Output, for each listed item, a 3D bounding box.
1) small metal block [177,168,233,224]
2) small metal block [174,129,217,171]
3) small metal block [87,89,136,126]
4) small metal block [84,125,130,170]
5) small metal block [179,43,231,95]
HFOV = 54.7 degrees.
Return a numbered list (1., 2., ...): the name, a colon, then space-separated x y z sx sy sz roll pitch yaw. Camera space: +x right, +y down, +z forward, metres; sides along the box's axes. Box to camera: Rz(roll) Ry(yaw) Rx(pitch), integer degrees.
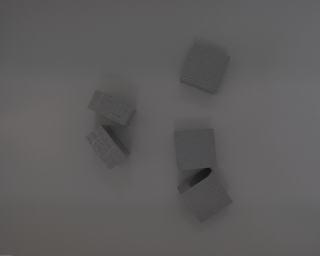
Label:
1. small metal block: 0.058 0.087 0.406 0.050 0.025 0.050 -34 104 0
2. small metal block: 0.046 0.028 0.412 0.050 0.025 0.050 -5 90 0
3. small metal block: -0.060 -0.025 0.398 0.050 0.050 0.025 25 90 0
4. small metal block: -0.066 0.023 0.398 0.025 0.050 0.050 -38 90 0
5. small metal block: 0.059 -0.077 0.412 0.050 0.025 0.050 21 90 0
